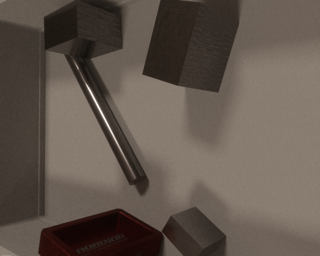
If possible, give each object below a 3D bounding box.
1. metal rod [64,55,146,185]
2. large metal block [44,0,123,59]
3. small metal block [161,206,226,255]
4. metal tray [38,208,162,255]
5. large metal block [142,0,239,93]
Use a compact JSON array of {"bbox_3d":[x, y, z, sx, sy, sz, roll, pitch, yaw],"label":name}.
[{"bbox_3d":[-0.102,-0.046,0.487,0.025,0.025,0.299,-45,63,30],"label":"metal rod"},{"bbox_3d":[-0.114,-0.142,0.462,0.080,0.081,0.050,-4,87,39],"label":"large metal block"},{"bbox_3d":[0.039,0.122,0.357,0.050,0.050,0.025,40,114,32],"label":"small metal block"},{"bbox_3d":[-0.072,0.146,0.396,0.090,0.131,0.030,17,101,38],"label":"metal tray"},{"bbox_3d":[0.035,-0.087,0.341,0.050,0.081,0.079,24,105,37],"label":"large metal block"}]
